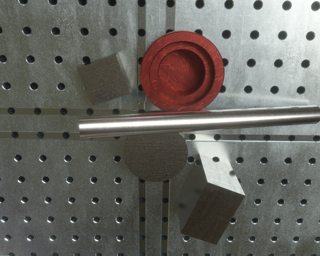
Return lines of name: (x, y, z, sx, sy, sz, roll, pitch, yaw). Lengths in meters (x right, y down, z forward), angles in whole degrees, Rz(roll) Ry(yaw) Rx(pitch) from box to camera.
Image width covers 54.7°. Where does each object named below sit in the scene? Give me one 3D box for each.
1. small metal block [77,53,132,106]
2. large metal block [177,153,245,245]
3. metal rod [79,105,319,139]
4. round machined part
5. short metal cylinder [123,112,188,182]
small metal block: (-0.069, -0.062, 0.390, 0.050, 0.025, 0.050, -18, 109, 6)
large metal block: (0.064, 0.093, 0.420, 0.050, 0.080, 0.079, 21, 109, -8)
metal rod: (0.059, -0.009, 0.373, 0.302, 0.025, 0.025, -3, 111, -14)
round machined part: (0.026, -0.069, 0.379, 0.099, 0.042, 0.097, 0, 110, -1)
short metal cylinder: (-0.005, 0.024, 0.409, 0.081, 0.050, 0.079, 0, 110, -1)
